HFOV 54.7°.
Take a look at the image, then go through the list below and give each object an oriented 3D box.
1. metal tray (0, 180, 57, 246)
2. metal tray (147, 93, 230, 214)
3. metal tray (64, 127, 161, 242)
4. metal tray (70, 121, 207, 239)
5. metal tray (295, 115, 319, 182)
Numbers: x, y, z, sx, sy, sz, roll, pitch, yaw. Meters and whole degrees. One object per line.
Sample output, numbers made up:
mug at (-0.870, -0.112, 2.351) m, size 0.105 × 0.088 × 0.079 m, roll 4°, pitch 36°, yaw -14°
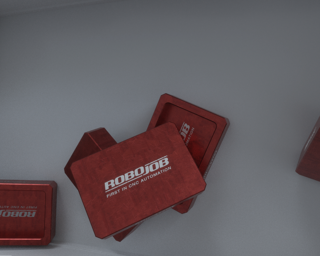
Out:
metal tray at (-0.224, 0.124, 0.458) m, size 0.131 × 0.030 × 0.089 m, roll 2°, pitch 91°, yaw -6°
metal tray at (0.022, 0.031, 0.399) m, size 0.090 × 0.030 × 0.129 m, roll 25°, pitch 98°, yaw 18°
metal tray at (-0.066, 0.075, 0.413) m, size 0.130 × 0.030 × 0.089 m, roll 48°, pitch 126°, yaw 14°
metal tray at (-0.025, 0.058, 0.357) m, size 0.131 × 0.030 × 0.090 m, roll -23°, pitch 72°, yaw -10°
metal tray at (0.187, 0.025, 0.287) m, size 0.090 × 0.130 × 0.030 m, roll 19°, pitch 70°, yaw 21°
